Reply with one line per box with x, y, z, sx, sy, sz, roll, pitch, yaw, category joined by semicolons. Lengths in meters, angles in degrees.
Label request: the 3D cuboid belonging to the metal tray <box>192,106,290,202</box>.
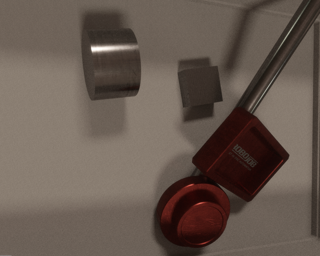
0.111;0.040;0.409;0.090;0.030;0.130;-50;133;4;metal tray

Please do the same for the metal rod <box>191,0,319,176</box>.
0.124;-0.047;0.400;0.025;0.025;0.298;26;103;-19;metal rod

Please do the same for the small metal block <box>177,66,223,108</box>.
0.056;-0.058;0.433;0.050;0.025;0.050;-11;94;-20;small metal block

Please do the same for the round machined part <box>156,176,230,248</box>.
0.048;0.116;0.406;0.099;0.042;0.097;-5;110;-14;round machined part

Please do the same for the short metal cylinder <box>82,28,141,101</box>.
-0.059;-0.074;0.360;0.050;0.080;0.079;-8;93;-20;short metal cylinder
